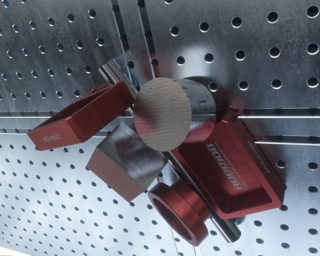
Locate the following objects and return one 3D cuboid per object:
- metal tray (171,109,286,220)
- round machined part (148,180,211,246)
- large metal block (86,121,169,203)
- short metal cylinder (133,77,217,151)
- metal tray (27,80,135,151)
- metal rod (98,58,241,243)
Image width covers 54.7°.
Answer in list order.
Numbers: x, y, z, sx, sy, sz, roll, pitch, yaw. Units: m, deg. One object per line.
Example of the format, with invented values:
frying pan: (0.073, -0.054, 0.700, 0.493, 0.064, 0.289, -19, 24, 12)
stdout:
metal tray: (0.084, 0.051, 0.390, 0.090, 0.030, 0.130, -28, 103, 37)
round machined part: (0.031, 0.112, 0.430, 0.098, 0.042, 0.098, 42, 159, 21)
large metal block: (-0.047, 0.049, 0.422, 0.080, 0.050, 0.080, 41, 147, 0)
short metal cylinder: (0.016, -0.016, 0.353, 0.080, 0.050, 0.079, 5, 97, 39)
metal tray: (-0.102, -0.013, 0.392, 0.130, 0.090, 0.030, -11, 115, 48)
metal rod: (0.019, 0.038, 0.419, 0.025, 0.025, 0.299, -28, 103, 37)
